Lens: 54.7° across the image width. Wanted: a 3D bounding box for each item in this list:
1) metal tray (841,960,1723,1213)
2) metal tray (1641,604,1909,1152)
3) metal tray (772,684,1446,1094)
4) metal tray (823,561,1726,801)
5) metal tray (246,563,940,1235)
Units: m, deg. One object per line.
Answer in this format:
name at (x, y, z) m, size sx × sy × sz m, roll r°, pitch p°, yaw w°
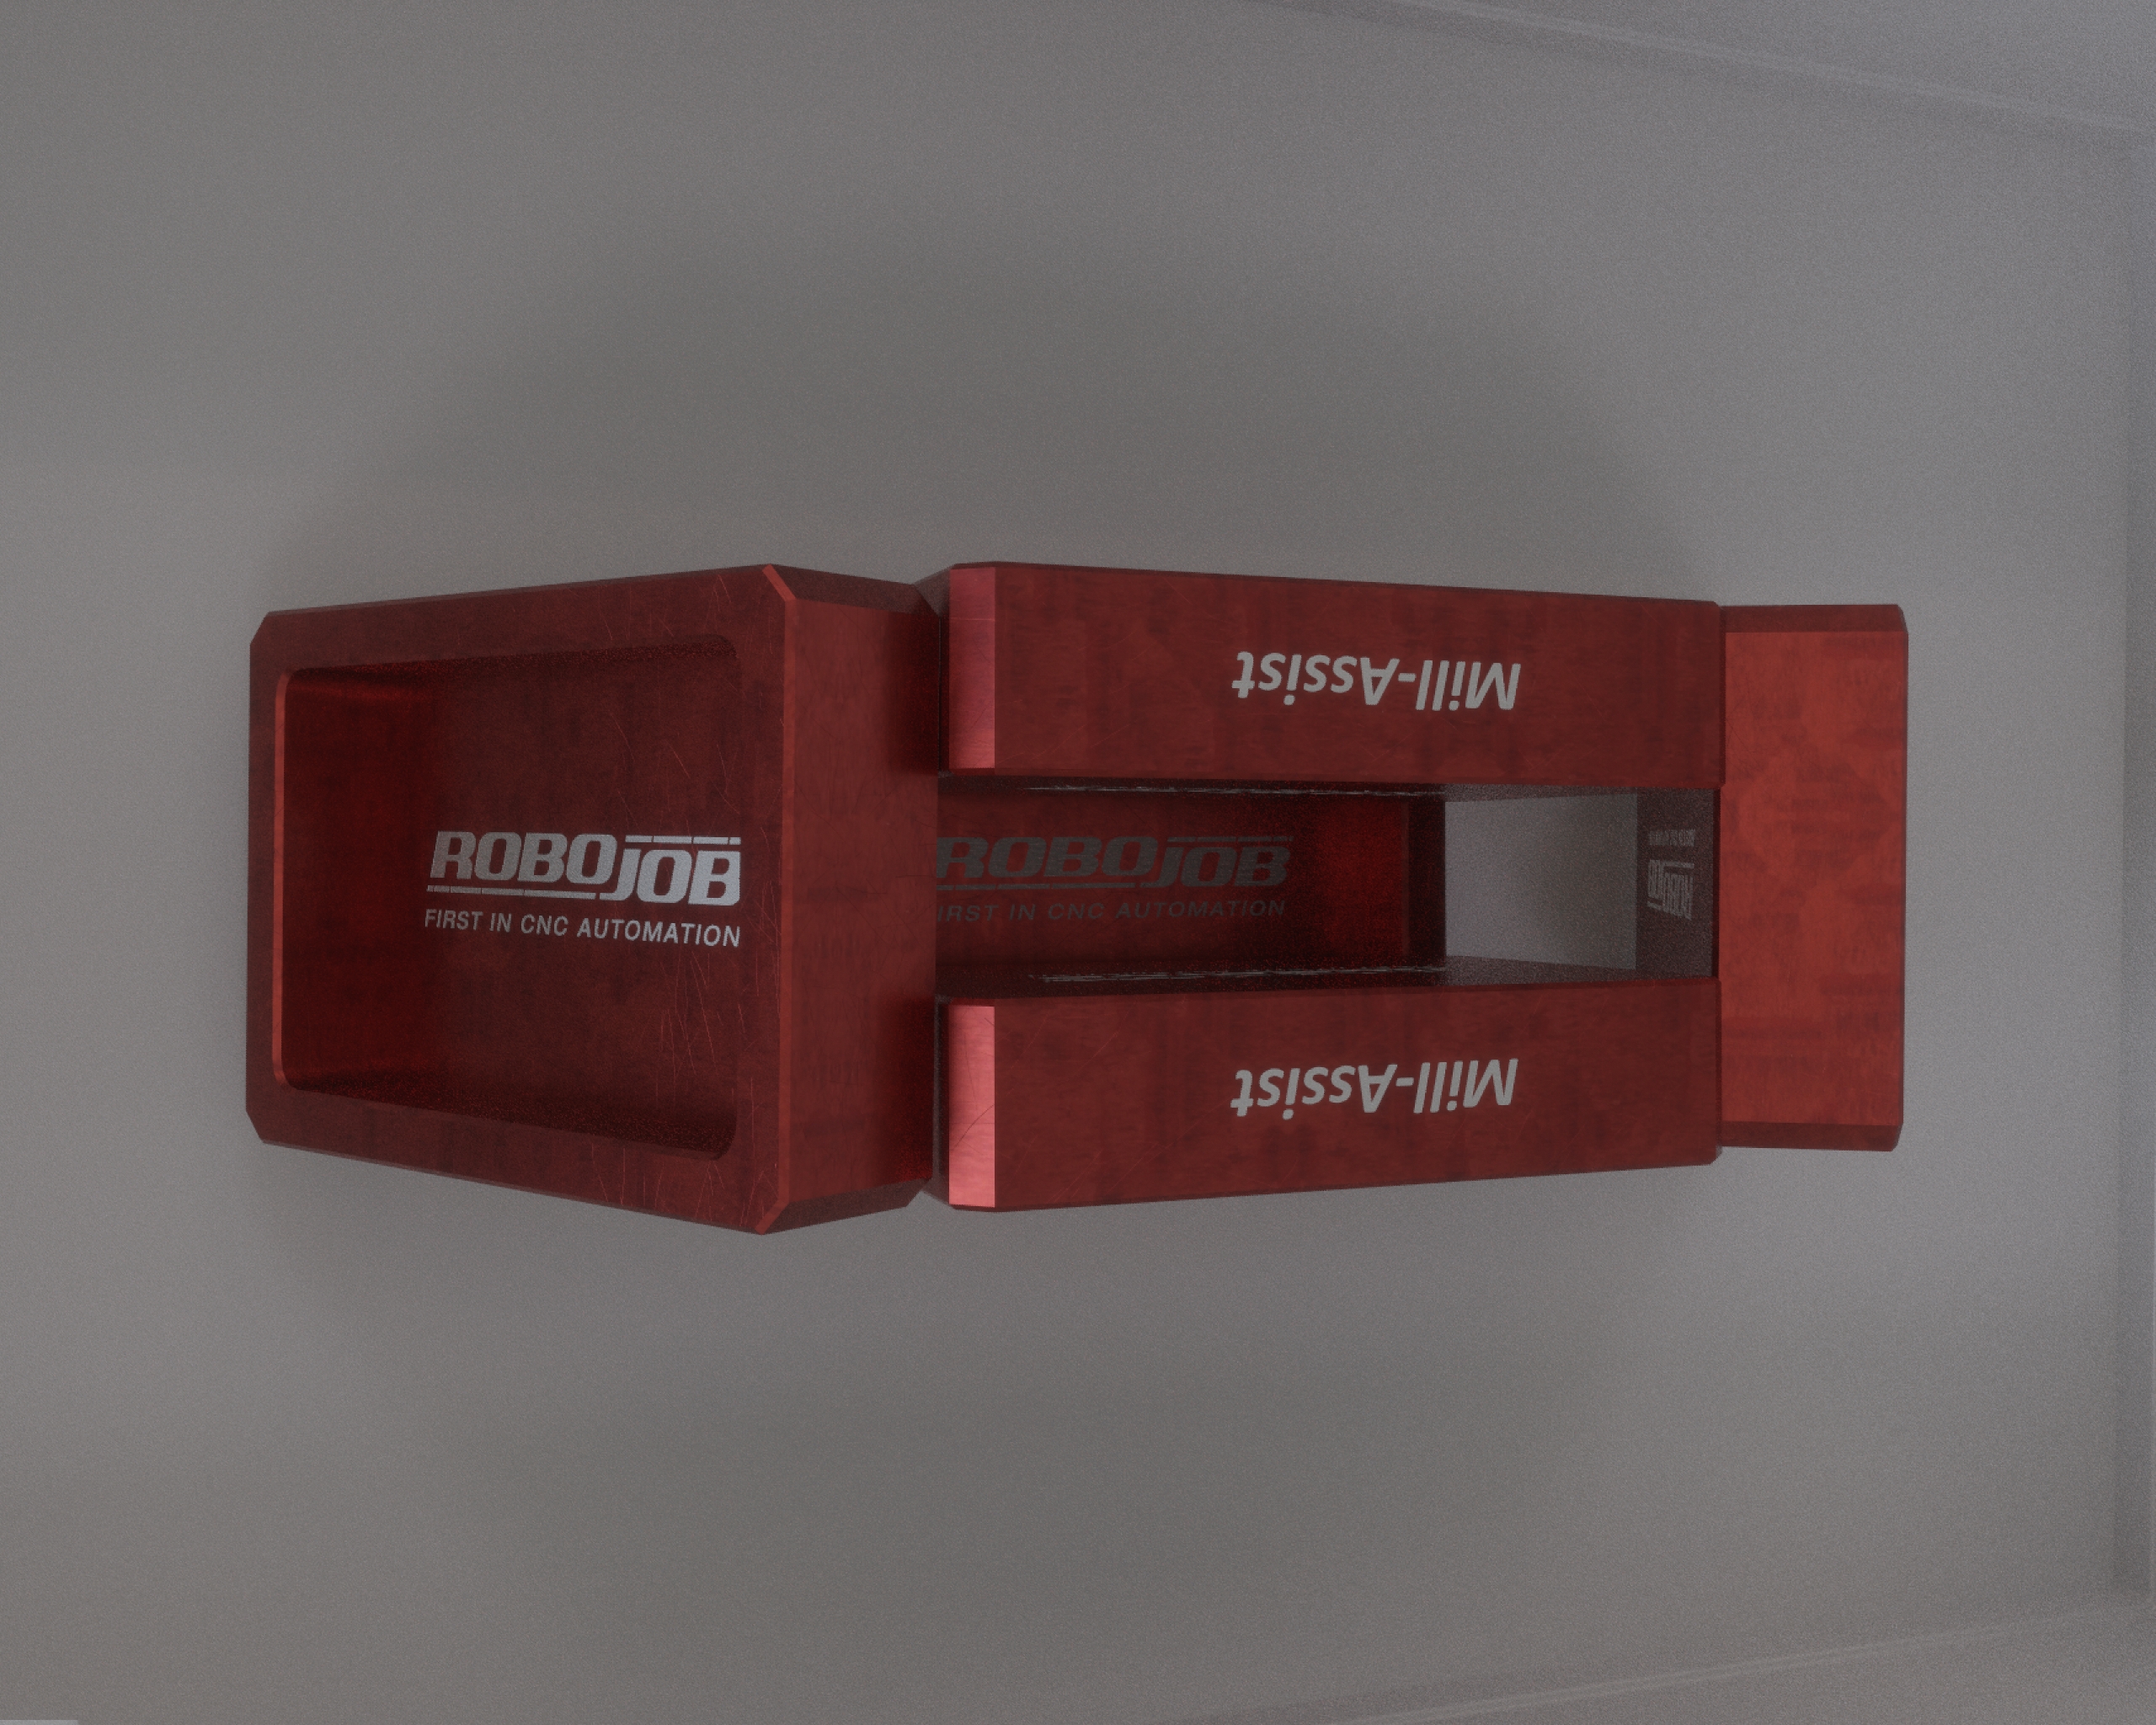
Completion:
metal tray at (0.029, 0.034, 0.353) m, size 0.131 × 0.090 × 0.030 m, roll 0°, pitch 90°, yaw -21°
metal tray at (0.129, 0.002, 0.402) m, size 0.030 × 0.130 × 0.089 m, roll 1°, pitch 91°, yaw 10°
metal tray at (0.008, 0.003, 0.409) m, size 0.131 × 0.030 × 0.089 m, roll 0°, pitch 90°, yaw -21°
metal tray at (0.030, -0.027, 0.352) m, size 0.131 × 0.090 × 0.030 m, roll 0°, pitch 90°, yaw -20°
metal tray at (-0.080, 0.004, 0.325) m, size 0.030 × 0.130 × 0.089 m, roll 0°, pitch 91°, yaw -52°
